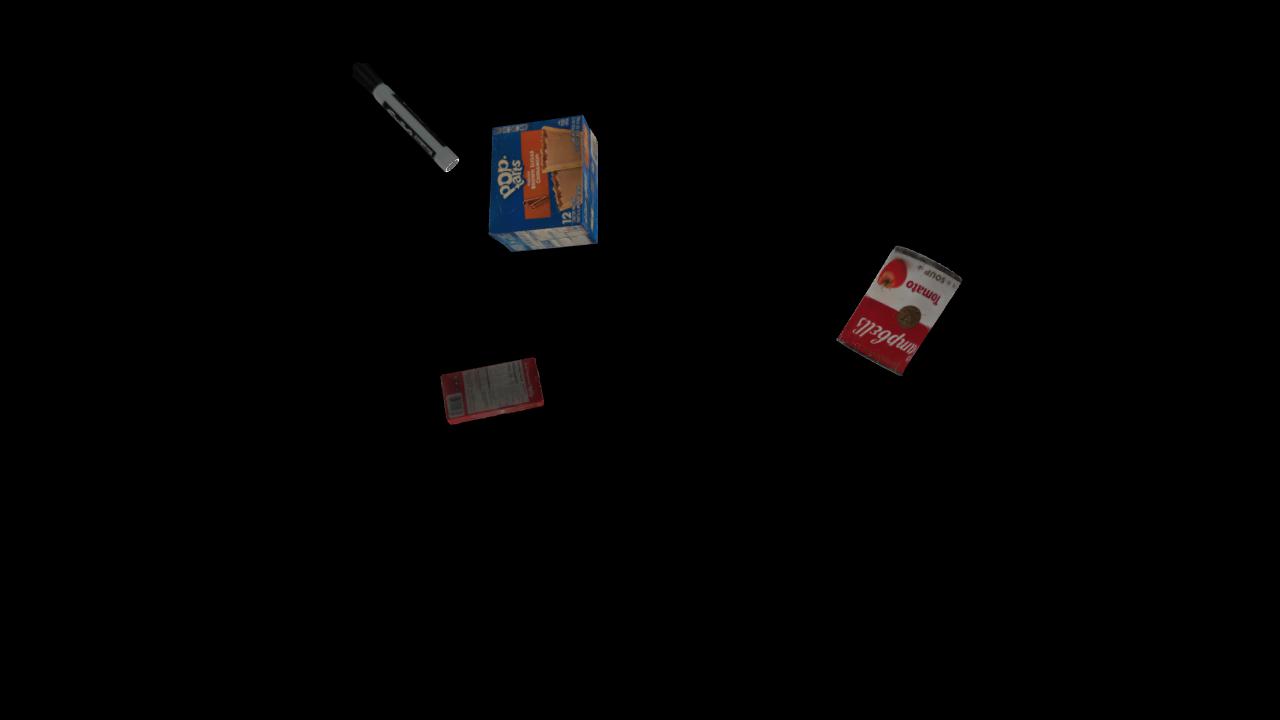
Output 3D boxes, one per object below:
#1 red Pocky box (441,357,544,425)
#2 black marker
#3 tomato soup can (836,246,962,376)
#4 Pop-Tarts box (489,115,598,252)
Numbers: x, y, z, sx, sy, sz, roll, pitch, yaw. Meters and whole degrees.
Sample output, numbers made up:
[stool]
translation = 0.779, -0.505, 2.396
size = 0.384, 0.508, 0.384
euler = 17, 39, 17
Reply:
[red Pocky box]
translation = -0.239, 0.050, 0.999
size = 0.155, 0.083, 0.028
euler = -11, -24, -10
[black marker]
translation = -0.218, -0.226, 0.571
size = 0.020, 0.121, 0.020
euler = -43, 9, 8
[tomato soup can]
translation = 0.238, -0.045, 0.566
size = 0.068, 0.101, 0.068
euler = 27, 13, -7
[Pop-Tarts box]
translation = -0.138, -0.254, 0.897
size = 0.141, 0.167, 0.083
euler = -3, -12, 12
